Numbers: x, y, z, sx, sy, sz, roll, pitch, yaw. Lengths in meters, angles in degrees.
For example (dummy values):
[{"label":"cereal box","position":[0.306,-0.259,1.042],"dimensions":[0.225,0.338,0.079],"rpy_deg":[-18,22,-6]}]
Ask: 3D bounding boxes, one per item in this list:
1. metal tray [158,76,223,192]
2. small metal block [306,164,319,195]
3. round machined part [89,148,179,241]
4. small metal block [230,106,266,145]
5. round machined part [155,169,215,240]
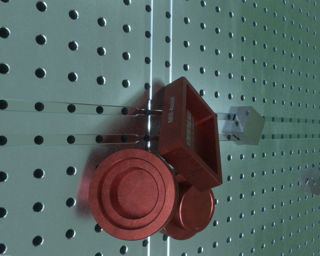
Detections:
[{"label":"metal tray","position":[0.041,0.005,0.399],"dimensions":[0.090,0.030,0.130],"rpy_deg":[45,32,-31]},{"label":"small metal block","position":[0.368,0.120,0.717],"dimensions":[0.050,0.025,0.050],"rpy_deg":[-44,116,-31]},{"label":"round machined part","position":[-0.027,0.074,0.352],"dimensions":[0.042,0.098,0.098],"rpy_deg":[43,57,-72]},{"label":"small metal block","position":[0.154,-0.004,0.538],"dimensions":[0.050,0.025,0.050],"rpy_deg":[36,68,-34]},{"label":"round machined part","position":[0.039,0.106,0.431],"dimensions":[0.099,0.042,0.097],"rpy_deg":[0,90,-40]}]
